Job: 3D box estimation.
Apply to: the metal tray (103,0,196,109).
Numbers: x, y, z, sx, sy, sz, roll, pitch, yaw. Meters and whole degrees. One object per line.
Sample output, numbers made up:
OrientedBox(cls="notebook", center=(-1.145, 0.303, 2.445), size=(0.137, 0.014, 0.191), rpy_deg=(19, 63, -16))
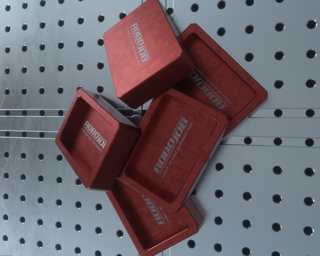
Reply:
OrientedBox(cls="metal tray", center=(-0.019, -0.096, 0.384), size=(0.090, 0.030, 0.130), rpy_deg=(-32, 50, 16))

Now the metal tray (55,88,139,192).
OrientedBox(cls="metal tray", center=(-0.088, 0.011, 0.407), size=(0.130, 0.030, 0.090), rpy_deg=(37, 103, 47))

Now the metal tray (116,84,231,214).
OrientedBox(cls="metal tray", center=(0.014, 0.024, 0.372), size=(0.090, 0.030, 0.129), rpy_deg=(30, 99, 17))

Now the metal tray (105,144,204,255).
OrientedBox(cls="metal tray", center=(-0.014, 0.095, 0.414), size=(0.090, 0.030, 0.130), rpy_deg=(-34, 79, 16))

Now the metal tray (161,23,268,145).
OrientedBox(cls="metal tray", center=(0.057, -0.054, 0.389), size=(0.090, 0.030, 0.130), rpy_deg=(-45, 77, 14))
